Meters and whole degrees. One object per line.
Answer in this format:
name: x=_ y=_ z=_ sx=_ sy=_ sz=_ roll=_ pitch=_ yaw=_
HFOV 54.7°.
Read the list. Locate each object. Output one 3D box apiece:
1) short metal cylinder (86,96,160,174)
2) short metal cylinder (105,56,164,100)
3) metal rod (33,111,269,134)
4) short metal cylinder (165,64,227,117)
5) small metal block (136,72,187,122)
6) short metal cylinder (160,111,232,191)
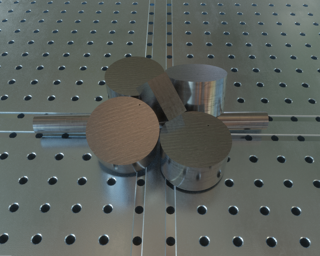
short metal cylinder: x=-0.041 y=0.010 z=0.362 sx=0.081 sy=0.050 sz=0.080 roll=0 pitch=70 yaw=-1
short metal cylinder: x=-0.033 y=-0.055 z=0.432 sx=0.081 sy=0.050 sz=0.080 roll=0 pitch=50 yaw=0
metal rod: x=-0.011 y=-0.008 z=0.409 sx=0.302 sy=0.025 sz=0.025 roll=-1 pitch=50 yaw=-1
short metal cylinder: x=0.047 y=-0.050 z=0.412 sx=0.081 sy=0.050 sz=0.080 roll=0 pitch=27 yaw=0
small metal block: x=0.000 y=-0.035 z=0.370 sx=0.025 sy=0.050 sz=0.050 roll=-32 pitch=99 yaw=-17
short metal cylinder: x=0.040 y=0.026 z=0.364 sx=0.081 sy=0.050 sz=0.080 roll=0 pitch=50 yaw=0
